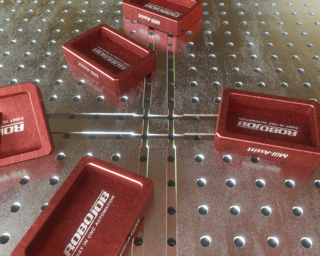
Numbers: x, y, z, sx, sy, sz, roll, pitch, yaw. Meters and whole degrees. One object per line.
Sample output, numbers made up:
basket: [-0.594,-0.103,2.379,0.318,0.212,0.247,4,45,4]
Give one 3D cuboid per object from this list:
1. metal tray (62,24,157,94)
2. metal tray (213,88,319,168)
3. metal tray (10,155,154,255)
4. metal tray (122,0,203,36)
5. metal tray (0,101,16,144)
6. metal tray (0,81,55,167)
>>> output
metal tray: [-0.081,-0.115,0.501,0.130,0.030,0.090,34,58,25]
metal tray: [0.142,-0.003,0.407,0.131,0.030,0.090,10,51,8]
metal tray: [-0.073,0.098,0.321,0.090,0.030,0.130,19,52,15]
metal tray: [0.005,-0.230,0.597,0.130,0.030,0.090,27,55,20]
metal tray: [-0.238,0.012,0.367,0.090,0.030,0.130,1,38,14]
metal tray: [-0.202,0.003,0.368,0.131,0.030,0.090,-14,91,-12]
